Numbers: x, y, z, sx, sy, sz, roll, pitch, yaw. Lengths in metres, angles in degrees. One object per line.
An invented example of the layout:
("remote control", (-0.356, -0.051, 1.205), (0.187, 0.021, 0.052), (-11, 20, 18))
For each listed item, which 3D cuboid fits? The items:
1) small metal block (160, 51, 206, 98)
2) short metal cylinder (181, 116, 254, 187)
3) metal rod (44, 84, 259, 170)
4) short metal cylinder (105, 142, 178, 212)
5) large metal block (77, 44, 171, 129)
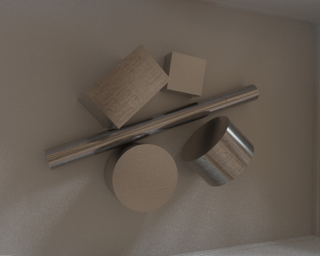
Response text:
("small metal block", (0.032, -0.072, 0.422), (0.050, 0.025, 0.050), (9, 87, -20))
("short metal cylinder", (0.075, 0.030, 0.409), (0.050, 0.080, 0.080), (45, 76, -15))
("metal rod", (0.004, -0.008, 0.412), (0.302, 0.025, 0.025), (-19, 97, -20))
("short metal cylinder", (-0.025, 0.058, 0.387), (0.081, 0.050, 0.079), (0, 90, -21))
("large metal block", (-0.045, -0.045, 0.364), (0.080, 0.080, 0.050), (-45, 105, -15))
